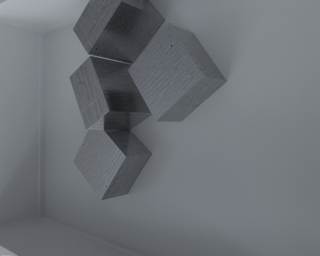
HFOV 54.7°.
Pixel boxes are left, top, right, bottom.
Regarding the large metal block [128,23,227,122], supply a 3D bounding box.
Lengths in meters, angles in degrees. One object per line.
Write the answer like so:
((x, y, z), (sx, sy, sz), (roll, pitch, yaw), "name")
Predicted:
((0.019, -0.063, 0.374), (0.080, 0.050, 0.080), (-43, 65, 31), "large metal block")

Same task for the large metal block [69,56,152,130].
((-0.065, -0.044, 0.423), (0.050, 0.081, 0.080), (-34, 69, 35), "large metal block")

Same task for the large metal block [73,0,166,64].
((-0.054, -0.138, 0.414), (0.080, 0.081, 0.050), (-48, 62, 29), "large metal block")

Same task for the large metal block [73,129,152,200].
((-0.070, 0.043, 0.446), (0.080, 0.050, 0.080), (45, 117, 30), "large metal block")
